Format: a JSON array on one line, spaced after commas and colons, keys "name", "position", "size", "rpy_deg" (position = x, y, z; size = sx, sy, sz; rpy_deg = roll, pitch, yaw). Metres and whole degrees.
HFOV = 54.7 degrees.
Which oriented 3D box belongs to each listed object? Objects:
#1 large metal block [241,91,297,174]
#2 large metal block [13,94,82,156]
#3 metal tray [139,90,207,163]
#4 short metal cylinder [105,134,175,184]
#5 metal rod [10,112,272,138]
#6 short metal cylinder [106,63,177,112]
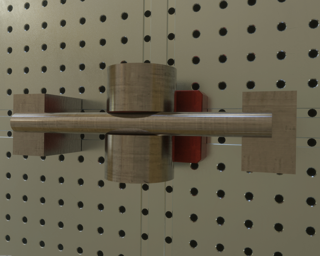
[{"name": "large metal block", "position": [0.120, 0.004, 0.340], "size": [0.050, 0.080, 0.080], "rpy_deg": [1, 90, 20]}, {"name": "large metal block", "position": [-0.156, -0.004, 0.437], "size": [0.050, 0.080, 0.080], "rpy_deg": [1, 90, 20]}, {"name": "metal tray", "position": [-0.005, -0.003, 0.412], "size": [0.130, 0.030, 0.089], "rpy_deg": [2, 91, 19]}, {"name": "short metal cylinder", "position": [-0.023, 0.032, 0.360], "size": [0.080, 0.080, 0.050], "rpy_deg": [1, 91, 20]}, {"name": "metal rod", "position": [-0.037, -0.005, 0.340], "size": [0.301, 0.025, 0.025], "rpy_deg": [1, 90, 19]}, {"name": "short metal cylinder", "position": [-0.021, -0.043, 0.359], "size": [0.080, 0.080, 0.050], "rpy_deg": [1, 91, 20]}]
